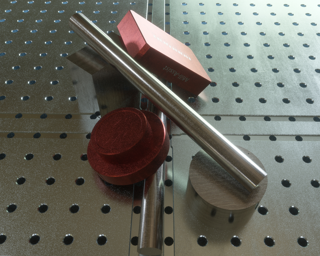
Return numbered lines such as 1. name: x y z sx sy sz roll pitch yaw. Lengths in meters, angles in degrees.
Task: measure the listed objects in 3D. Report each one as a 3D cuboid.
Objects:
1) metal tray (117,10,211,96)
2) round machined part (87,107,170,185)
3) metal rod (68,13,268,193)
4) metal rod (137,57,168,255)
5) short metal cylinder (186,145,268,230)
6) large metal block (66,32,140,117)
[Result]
1. metal tray: 0.008 -0.104 0.441 0.131 0.030 0.090 20 35 -41
2. round machined part: -0.041 0.014 0.364 0.098 0.042 0.098 -11 49 13
3. metal rod: -0.007 -0.043 0.352 0.025 0.025 0.300 -36 67 -26
4. metal rod: -0.004 0.007 0.401 0.025 0.025 0.300 2 50 1
5. short metal cylinder: 0.070 0.063 0.340 0.081 0.050 0.080 0 50 0
6. large metal block: -0.075 -0.074 0.434 0.050 0.080 0.080 34 58 25
